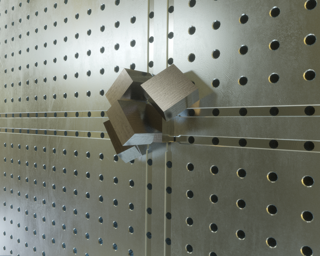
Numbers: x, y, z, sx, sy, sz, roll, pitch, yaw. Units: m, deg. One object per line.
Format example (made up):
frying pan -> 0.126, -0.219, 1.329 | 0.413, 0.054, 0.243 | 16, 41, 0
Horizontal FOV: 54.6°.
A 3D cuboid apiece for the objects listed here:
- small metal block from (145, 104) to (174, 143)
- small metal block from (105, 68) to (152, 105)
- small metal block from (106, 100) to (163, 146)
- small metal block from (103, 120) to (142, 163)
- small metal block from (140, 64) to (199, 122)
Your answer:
small metal block -> -0.009, -0.007, 0.417 | 0.050, 0.025, 0.050 | 1, 90, 39
small metal block -> -0.038, -0.052, 0.426 | 0.050, 0.050, 0.025 | -48, 61, 29
small metal block -> -0.032, -0.006, 0.388 | 0.025, 0.050, 0.050 | -43, 65, 31
small metal block -> -0.052, 0.016, 0.433 | 0.025, 0.050, 0.050 | -26, 69, -2
small metal block -> 0.013, -0.044, 0.382 | 0.050, 0.025, 0.050 | -35, 61, -9
